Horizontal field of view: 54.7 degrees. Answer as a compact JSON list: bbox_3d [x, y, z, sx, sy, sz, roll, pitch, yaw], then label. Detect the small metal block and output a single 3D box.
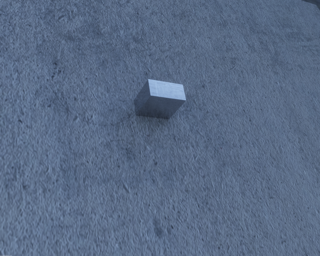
[{"bbox_3d":[-0.001,-0.037,0.412,0.050,0.050,0.025,5,60,-26],"label":"small metal block"}]
